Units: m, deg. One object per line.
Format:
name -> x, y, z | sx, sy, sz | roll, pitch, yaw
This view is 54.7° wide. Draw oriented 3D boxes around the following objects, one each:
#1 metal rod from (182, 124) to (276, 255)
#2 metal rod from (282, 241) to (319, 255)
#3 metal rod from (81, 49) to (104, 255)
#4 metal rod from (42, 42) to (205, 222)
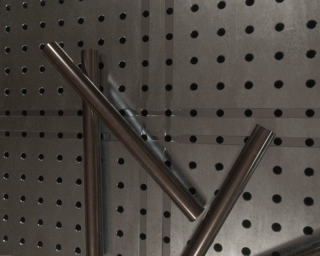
metal rod -> 0.059, 0.132, 0.391 | 0.025, 0.025, 0.298 | 30, 99, 17
metal rod -> 0.168, 0.150, 0.353 | 0.300, 0.025, 0.025 | -31, 80, 17
metal rod -> -0.097, 0.038, 0.445 | 0.025, 0.025, 0.298 | -2, 89, 19
metal rod -> -0.052, 0.000, 0.412 | 0.025, 0.025, 0.300 | -44, 84, 14
